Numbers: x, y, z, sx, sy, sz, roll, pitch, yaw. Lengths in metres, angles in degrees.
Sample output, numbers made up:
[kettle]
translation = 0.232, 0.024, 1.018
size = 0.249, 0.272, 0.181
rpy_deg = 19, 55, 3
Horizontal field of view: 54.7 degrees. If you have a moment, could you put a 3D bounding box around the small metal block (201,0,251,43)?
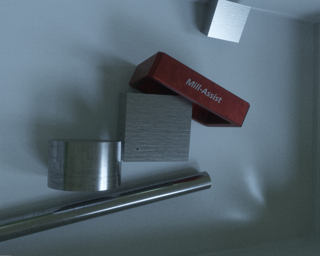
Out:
[small metal block]
translation = 0.091, -0.152, 0.434
size = 0.050, 0.025, 0.050
rpy_deg = 5, 117, -21

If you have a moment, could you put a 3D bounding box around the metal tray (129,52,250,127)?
[metal tray]
translation = 0.034, -0.042, 0.389
size = 0.131, 0.090, 0.030
rpy_deg = 27, 81, -19

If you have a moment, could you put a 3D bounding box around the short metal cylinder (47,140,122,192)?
[short metal cylinder]
translation = -0.084, 0.039, 0.351
size = 0.081, 0.080, 0.050
rpy_deg = 2, 90, -20

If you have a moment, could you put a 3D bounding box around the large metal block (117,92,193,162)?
[large metal block]
translation = -0.008, -0.002, 0.388
size = 0.081, 0.050, 0.079
rpy_deg = 2, 96, -18

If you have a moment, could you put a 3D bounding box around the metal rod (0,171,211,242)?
[metal rod]
translation = -0.074, 0.097, 0.383
size = 0.303, 0.025, 0.025
rpy_deg = -10, 94, -20
